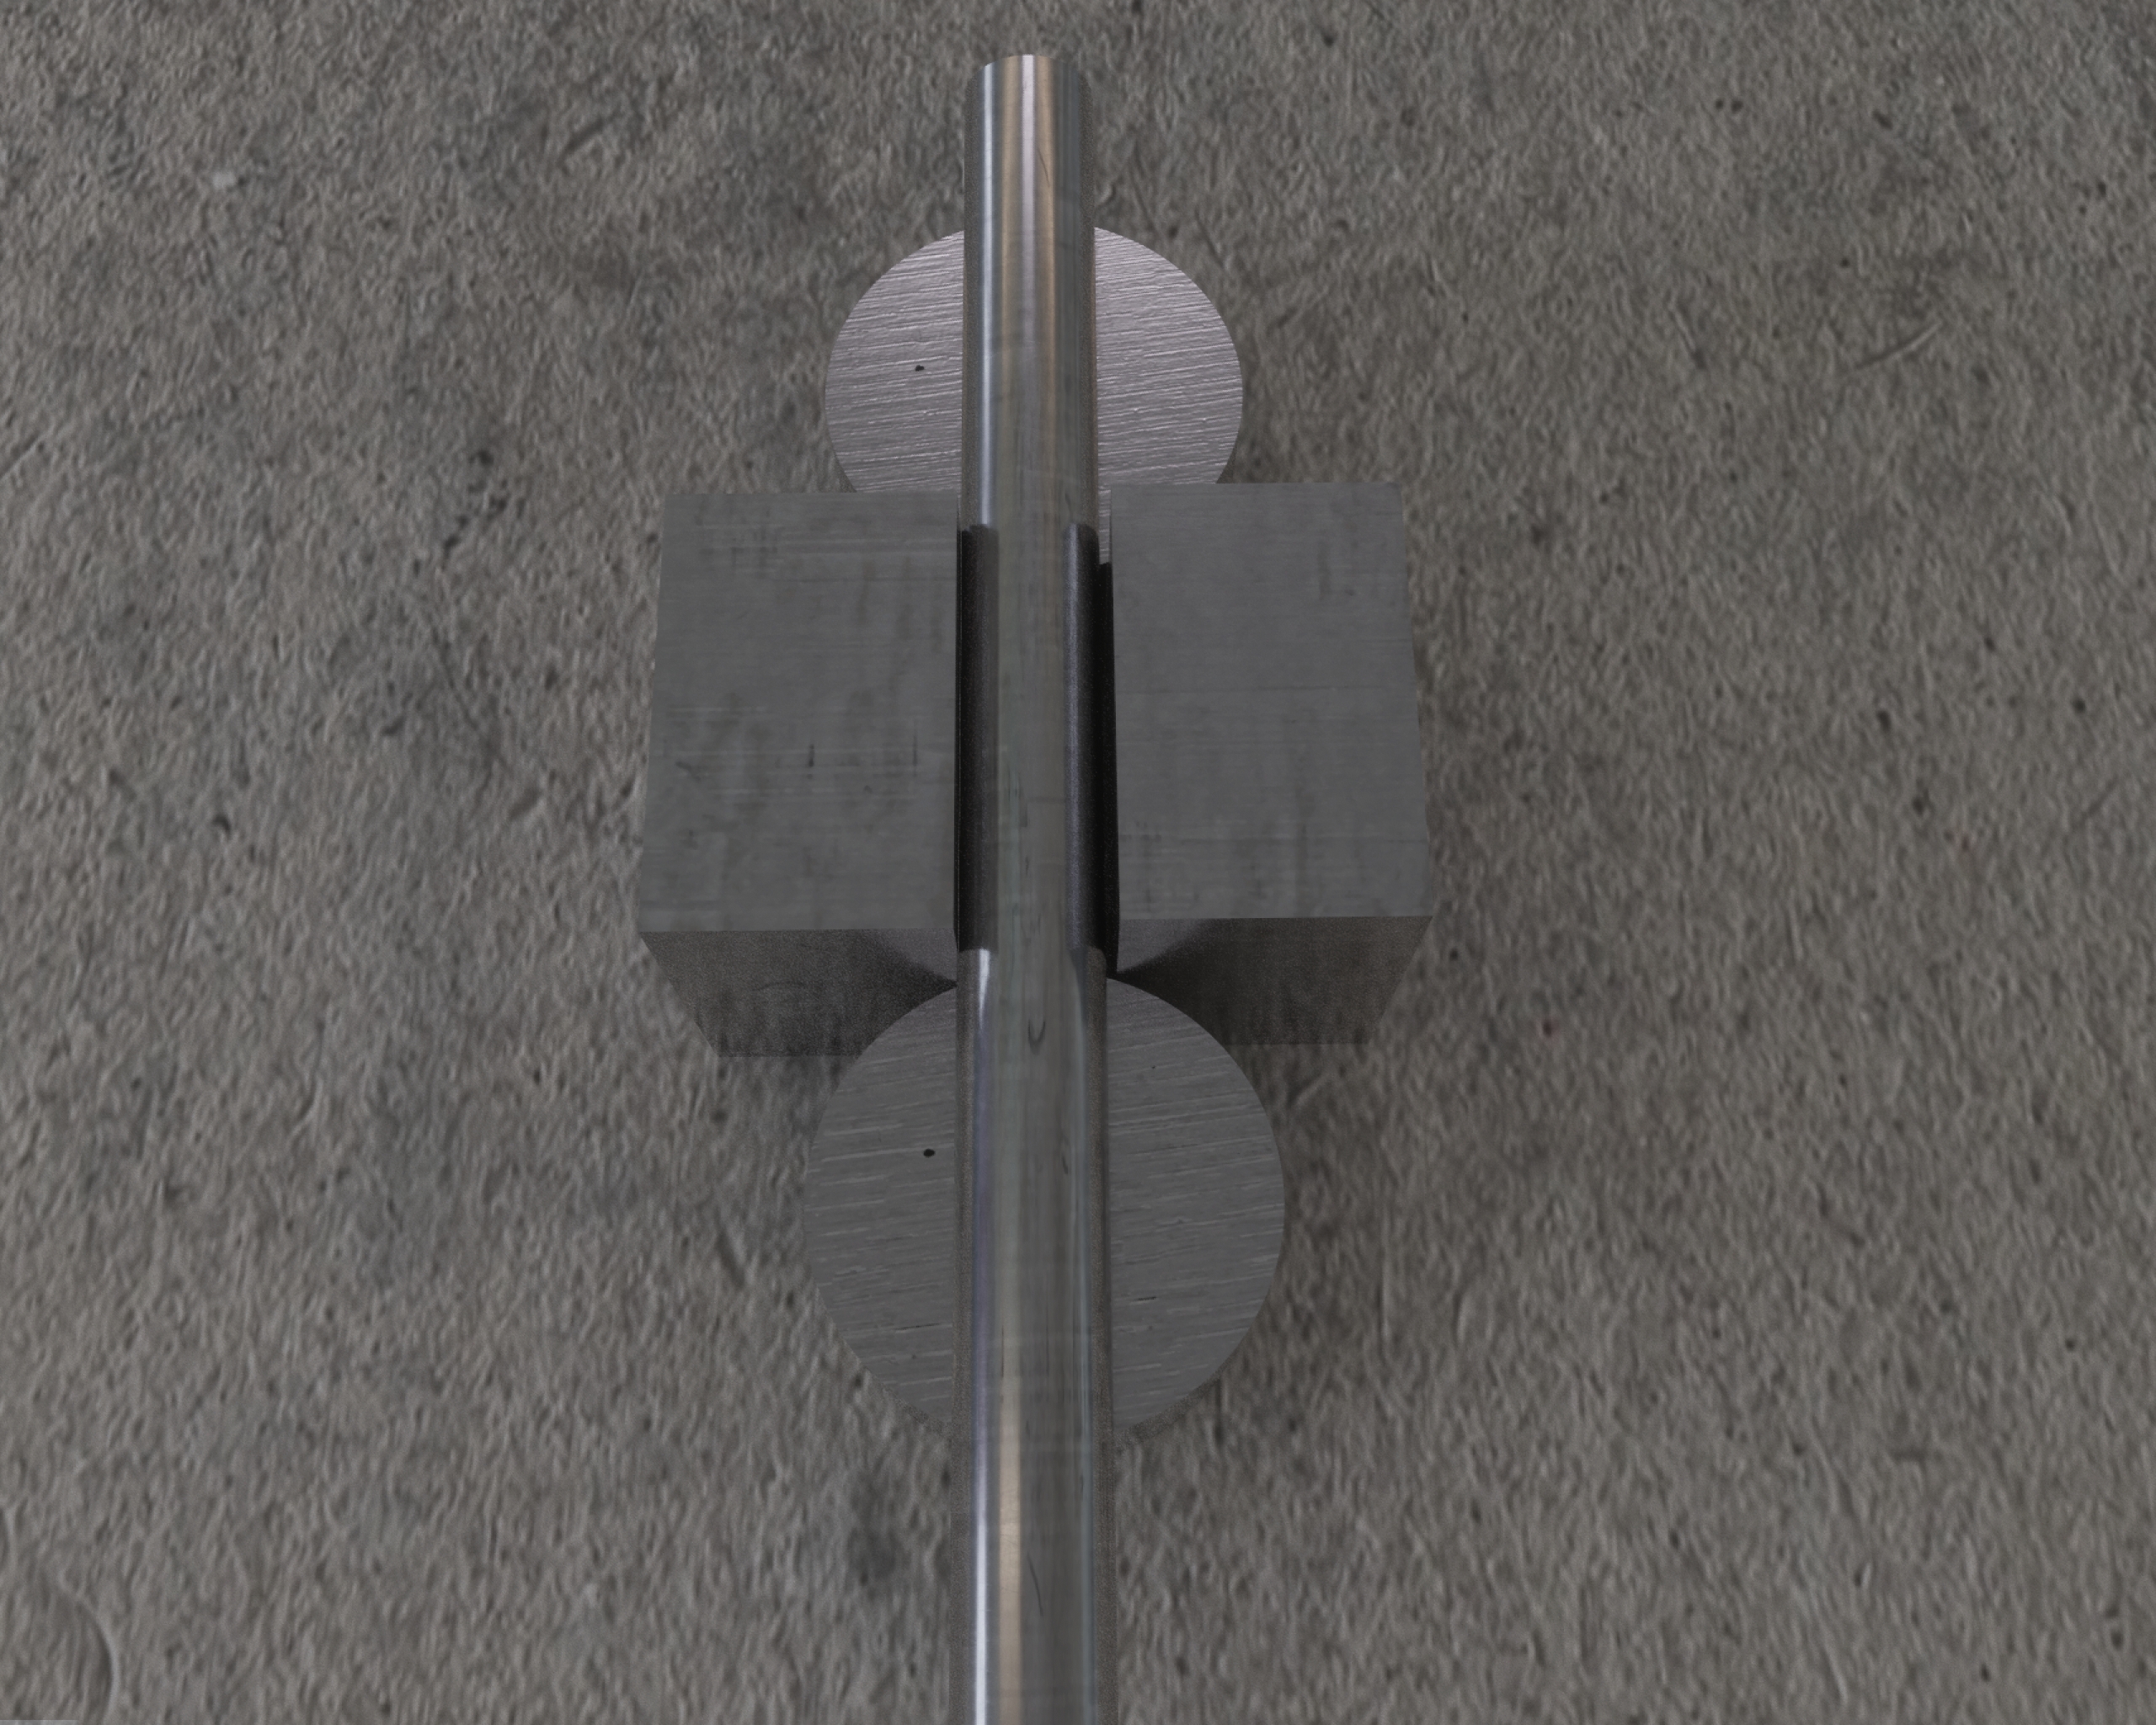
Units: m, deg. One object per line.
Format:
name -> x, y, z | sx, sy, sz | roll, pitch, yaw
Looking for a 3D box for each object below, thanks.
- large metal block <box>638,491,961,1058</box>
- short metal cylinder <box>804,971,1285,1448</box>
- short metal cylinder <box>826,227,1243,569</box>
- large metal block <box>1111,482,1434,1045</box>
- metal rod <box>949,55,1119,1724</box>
large metal block -> -0.046, -0.013, 0.384 | 0.050, 0.080, 0.080 | -1, 70, 0
short metal cylinder -> -0.006, 0.065, 0.373 | 0.081, 0.050, 0.080 | 0, 69, 0
short metal cylinder -> -0.008, -0.082, 0.426 | 0.081, 0.050, 0.080 | 0, 69, 0
large metal block -> 0.031, -0.015, 0.386 | 0.050, 0.080, 0.080 | -1, 70, 0
metal rod -> -0.008, -0.010, 0.359 | 0.025, 0.025, 0.299 | -1, 70, 0
